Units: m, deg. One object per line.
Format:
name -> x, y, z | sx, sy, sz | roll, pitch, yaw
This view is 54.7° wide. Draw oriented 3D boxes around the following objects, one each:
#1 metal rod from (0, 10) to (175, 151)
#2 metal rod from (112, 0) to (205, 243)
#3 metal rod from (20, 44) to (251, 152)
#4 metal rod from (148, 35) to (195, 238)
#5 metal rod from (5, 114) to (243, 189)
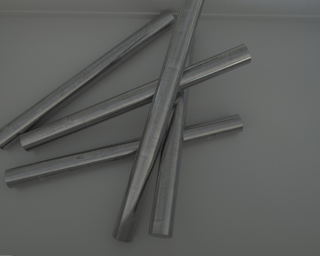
metal rod -> -0.098, -0.074, 0.435 | 0.301, 0.025, 0.025 | -40, 75, -14
metal rod -> -0.001, -0.014, 0.361 | 0.025, 0.025, 0.298 | 17, 91, 5
metal rod -> -0.034, -0.036, 0.389 | 0.301, 0.025, 0.025 | -22, 71, 4
metal rod -> 0.021, -0.018, 0.393 | 0.025, 0.025, 0.300 | 8, 61, 2
metal rod -> -0.041, 0.028, 0.398 | 0.302, 0.025, 0.025 | -13, 71, -6
